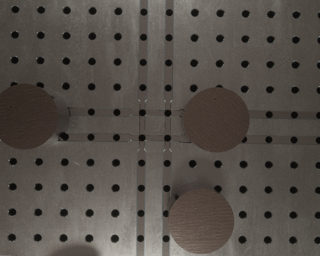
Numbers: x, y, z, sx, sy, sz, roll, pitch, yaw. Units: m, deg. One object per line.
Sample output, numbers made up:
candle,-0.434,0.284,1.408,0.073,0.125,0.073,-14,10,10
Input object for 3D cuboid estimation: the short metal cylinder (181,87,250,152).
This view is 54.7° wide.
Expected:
short metal cylinder,0.069,-0.010,0.402,0.081,0.050,0.079,0,90,-1

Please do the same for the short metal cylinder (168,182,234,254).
short metal cylinder,0.050,0.114,0.402,0.081,0.050,0.079,0,90,-1

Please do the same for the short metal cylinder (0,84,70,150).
short metal cylinder,-0.164,-0.014,0.399,0.081,0.050,0.079,0,90,-1
